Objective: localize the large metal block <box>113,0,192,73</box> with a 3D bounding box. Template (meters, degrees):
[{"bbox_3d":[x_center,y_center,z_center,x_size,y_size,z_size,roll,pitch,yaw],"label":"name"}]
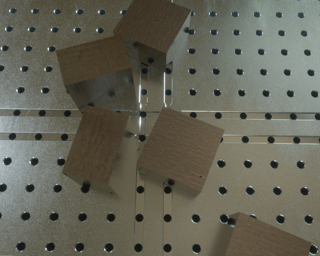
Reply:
[{"bbox_3d":[-0.010,-0.140,0.449,0.080,0.050,0.080,25,72,8],"label":"large metal block"}]

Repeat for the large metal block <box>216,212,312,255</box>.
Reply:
[{"bbox_3d":[0.108,0.150,0.345,0.080,0.050,0.080,22,71,7],"label":"large metal block"}]

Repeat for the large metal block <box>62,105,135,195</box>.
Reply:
[{"bbox_3d":[-0.068,0.029,0.371,0.050,0.080,0.080,13,71,4],"label":"large metal block"}]

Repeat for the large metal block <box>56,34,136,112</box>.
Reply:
[{"bbox_3d":[-0.080,-0.069,0.407,0.081,0.080,0.050,-17,71,-6],"label":"large metal block"}]

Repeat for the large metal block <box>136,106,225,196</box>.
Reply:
[{"bbox_3d":[0.025,0.030,0.388,0.080,0.050,0.080,22,71,7],"label":"large metal block"}]
